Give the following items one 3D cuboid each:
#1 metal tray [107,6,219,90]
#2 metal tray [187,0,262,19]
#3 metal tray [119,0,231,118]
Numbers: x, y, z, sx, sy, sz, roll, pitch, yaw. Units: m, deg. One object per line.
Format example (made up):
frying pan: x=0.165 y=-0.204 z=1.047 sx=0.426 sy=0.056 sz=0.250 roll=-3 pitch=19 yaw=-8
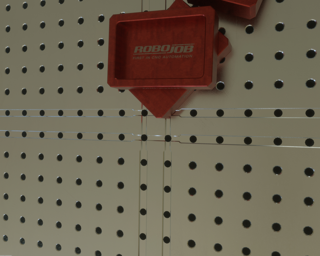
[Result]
metal tray: x=0.002 y=-0.093 z=0.375 sx=0.130 sy=0.030 sz=0.089 roll=2 pitch=91 yaw=19
metal tray: x=0.092 y=-0.204 z=0.366 sx=0.090 sy=0.030 sz=0.129 roll=23 pitch=88 yaw=18
metal tray: x=0.016 y=-0.087 z=0.404 sx=0.090 sy=0.030 sz=0.130 roll=46 pitch=104 yaw=14
